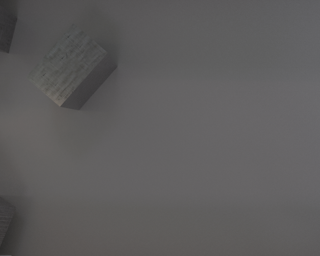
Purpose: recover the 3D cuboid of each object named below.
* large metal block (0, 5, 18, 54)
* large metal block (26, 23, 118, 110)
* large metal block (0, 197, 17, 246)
[{"bbox_3d":[-0.239,-0.135,0.382,0.080,0.080,0.050,14,90,0],"label":"large metal block"},{"bbox_3d":[-0.103,-0.070,0.383,0.050,0.080,0.080,41,90,0],"label":"large metal block"},{"bbox_3d":[-0.236,0.121,0.370,0.050,0.080,0.080,14,80,35],"label":"large metal block"}]
